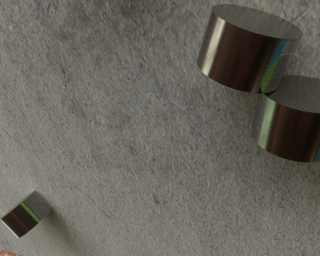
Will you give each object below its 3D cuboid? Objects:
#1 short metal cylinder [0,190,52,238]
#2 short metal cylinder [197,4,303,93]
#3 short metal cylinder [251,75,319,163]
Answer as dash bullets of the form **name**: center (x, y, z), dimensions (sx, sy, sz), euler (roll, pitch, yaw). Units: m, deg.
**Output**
- **short metal cylinder**: center (-0.263, 0.169, 0.611), dimensions (0.080, 0.080, 0.050), euler (-32, 101, 38)
- **short metal cylinder**: center (0.079, -0.074, 0.283), dimensions (0.080, 0.080, 0.050), euler (24, 127, 13)
- **short metal cylinder**: center (0.132, -0.012, 0.294), dimensions (0.080, 0.080, 0.050), euler (14, 124, 20)
